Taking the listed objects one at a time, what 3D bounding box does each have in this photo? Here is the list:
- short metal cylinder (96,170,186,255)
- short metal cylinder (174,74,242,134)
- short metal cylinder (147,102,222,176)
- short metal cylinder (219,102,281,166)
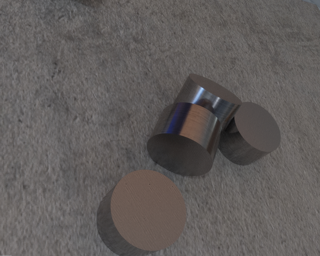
[{"bbox_3d":[-0.020,0.090,0.323,0.081,0.050,0.080,14,56,-21],"label":"short metal cylinder"},{"bbox_3d":[0.063,-0.032,0.422,0.080,0.050,0.080,24,22,-10],"label":"short metal cylinder"},{"bbox_3d":[0.031,0.015,0.377,0.080,0.080,0.050,31,53,-9],"label":"short metal cylinder"},{"bbox_3d":[0.127,0.009,0.453,0.081,0.050,0.080,14,56,-21],"label":"short metal cylinder"}]
